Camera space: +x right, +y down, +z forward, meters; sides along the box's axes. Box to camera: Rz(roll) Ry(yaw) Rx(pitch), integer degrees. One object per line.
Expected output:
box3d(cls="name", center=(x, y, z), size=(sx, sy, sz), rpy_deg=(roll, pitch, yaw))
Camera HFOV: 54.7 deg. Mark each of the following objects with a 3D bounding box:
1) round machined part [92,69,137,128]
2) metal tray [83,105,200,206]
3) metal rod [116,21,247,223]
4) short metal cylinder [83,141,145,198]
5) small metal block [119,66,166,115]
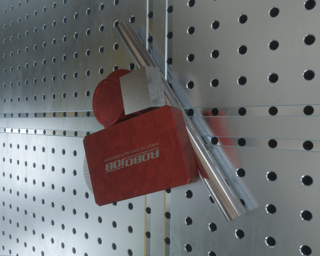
box3d(cls="round machined part", center=(-0.059, -0.036, 0.440), size=(0.098, 0.042, 0.097), rpy_deg=(0, 90, 41))
box3d(cls="metal tray", center=(-0.027, 0.036, 0.373), size=(0.130, 0.030, 0.090), rpy_deg=(-20, 78, 25))
box3d(cls="metal rod", center=(0.016, -0.024, 0.392), size=(0.025, 0.025, 0.299), rpy_deg=(-43, 64, 31))
box3d(cls="short metal cylinder", center=(-0.064, 0.057, 0.440), size=(0.080, 0.050, 0.079), rpy_deg=(0, 90, 40))
box3d(cls="small metal block", center=(-0.022, -0.046, 0.392), size=(0.050, 0.025, 0.050), rpy_deg=(-14, 84, 44))
